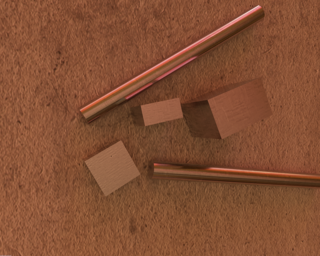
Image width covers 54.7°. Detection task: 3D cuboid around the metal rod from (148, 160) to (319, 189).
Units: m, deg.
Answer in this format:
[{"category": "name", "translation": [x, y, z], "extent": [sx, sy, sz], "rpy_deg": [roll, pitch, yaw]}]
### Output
[{"category": "metal rod", "translation": [0.129, 0.072, 0.458], "extent": [0.302, 0.025, 0.025], "rpy_deg": [7, 88, -20]}]

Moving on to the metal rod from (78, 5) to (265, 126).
[{"category": "metal rod", "translation": [0.027, -0.093, 0.419], "extent": [0.302, 0.025, 0.025], "rpy_deg": [-33, 101, -17]}]

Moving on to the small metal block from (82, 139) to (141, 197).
[{"category": "small metal block", "translation": [-0.061, 0.049, 0.387], "extent": [0.050, 0.025, 0.050], "rpy_deg": [-31, 101, -18]}]

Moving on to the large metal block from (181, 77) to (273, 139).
[{"category": "large metal block", "translation": [0.085, -0.025, 0.413], "extent": [0.081, 0.080, 0.050], "rpy_deg": [-24, 98, -19]}]

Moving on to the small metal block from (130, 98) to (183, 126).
[{"category": "small metal block", "translation": [-0.006, -0.020, 0.395], "extent": [0.050, 0.050, 0.025], "rpy_deg": [-13, 95, -20]}]
